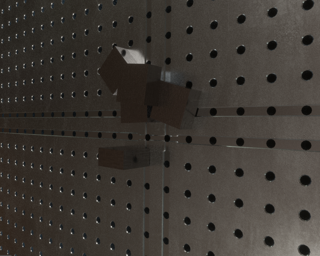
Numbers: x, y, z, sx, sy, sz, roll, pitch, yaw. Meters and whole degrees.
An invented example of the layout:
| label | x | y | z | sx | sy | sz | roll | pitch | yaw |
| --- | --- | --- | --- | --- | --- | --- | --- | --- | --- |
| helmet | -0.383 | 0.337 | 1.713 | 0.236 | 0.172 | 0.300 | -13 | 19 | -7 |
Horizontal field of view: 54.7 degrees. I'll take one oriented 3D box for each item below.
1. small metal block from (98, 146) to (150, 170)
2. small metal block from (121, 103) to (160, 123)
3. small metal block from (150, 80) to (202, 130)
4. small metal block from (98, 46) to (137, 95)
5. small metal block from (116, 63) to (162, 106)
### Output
| label | x | y | z | sx | sy | sz | roll | pitch | yaw |
| --- | --- | --- | --- | --- | --- | --- | --- | --- | --- |
| small metal block | -0.050 | 0.041 | 0.432 | 0.050 | 0.050 | 0.025 | 3 | 92 | 39 |
| small metal block | -0.028 | -0.032 | 0.431 | 0.050 | 0.025 | 0.050 | -1 | 89 | 39 |
| small metal block | 0.019 | -0.030 | 0.392 | 0.050 | 0.025 | 0.050 | 23 | 104 | 37 |
| small metal block | -0.058 | -0.083 | 0.455 | 0.050 | 0.025 | 0.050 | -49 | 61 | 28 |
| small metal block | -0.027 | -0.056 | 0.398 | 0.050 | 0.025 | 0.050 | 11 | 96 | 39 |
